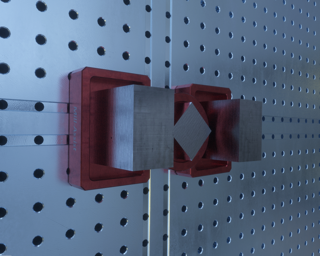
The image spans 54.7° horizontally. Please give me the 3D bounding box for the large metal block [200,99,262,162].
[{"bbox_3d":[0.093,0.003,0.433,0.050,0.080,0.080,2,89,-40],"label":"large metal block"}]

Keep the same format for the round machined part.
[{"bbox_3d":[0.015,0.005,0.399,0.099,0.042,0.097,0,90,-40],"label":"round machined part"}]

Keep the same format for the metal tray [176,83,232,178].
[{"bbox_3d":[0.066,0.003,0.460,0.091,0.030,0.129,0,90,-40],"label":"metal tray"}]

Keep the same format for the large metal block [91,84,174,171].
[{"bbox_3d":[-0.031,0.000,0.330,0.050,0.080,0.080,1,90,-40],"label":"large metal block"}]

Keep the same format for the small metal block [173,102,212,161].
[{"bbox_3d":[0.030,0.004,0.381,0.050,0.025,0.050,52,60,-27],"label":"small metal block"}]

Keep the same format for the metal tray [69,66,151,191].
[{"bbox_3d":[-0.055,0.001,0.358,0.091,0.030,0.129,1,89,-40],"label":"metal tray"}]
